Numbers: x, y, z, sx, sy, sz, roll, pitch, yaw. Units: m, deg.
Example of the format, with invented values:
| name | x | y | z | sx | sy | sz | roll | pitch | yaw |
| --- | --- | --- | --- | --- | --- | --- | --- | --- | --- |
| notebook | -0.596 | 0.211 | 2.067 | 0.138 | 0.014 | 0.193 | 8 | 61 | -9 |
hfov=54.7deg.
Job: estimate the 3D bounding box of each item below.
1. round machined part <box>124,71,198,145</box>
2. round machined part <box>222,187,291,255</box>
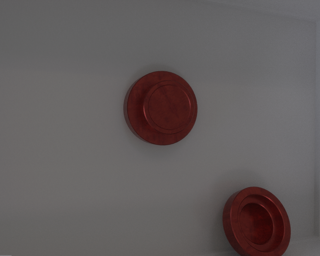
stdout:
| name | x | y | z | sx | sy | sz | roll | pitch | yaw |
| --- | --- | --- | --- | --- | --- | --- | --- | --- | --- |
| round machined part | 0.005 | -0.026 | 0.403 | 0.099 | 0.042 | 0.097 | 0 | 90 | -20 |
| round machined part | 0.130 | 0.136 | 0.437 | 0.099 | 0.042 | 0.098 | 10 | 63 | -19 |
